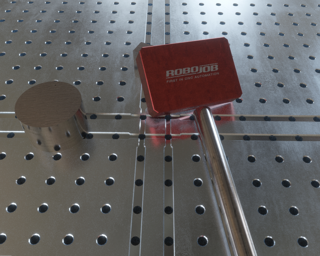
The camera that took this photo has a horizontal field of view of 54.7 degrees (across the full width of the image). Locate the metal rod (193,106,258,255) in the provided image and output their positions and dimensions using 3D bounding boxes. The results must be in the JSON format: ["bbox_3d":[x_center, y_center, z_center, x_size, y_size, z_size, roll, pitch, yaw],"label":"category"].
[{"bbox_3d":[0.077,0.092,0.330,0.025,0.025,0.300,-5,50,-5],"label":"metal rod"}]

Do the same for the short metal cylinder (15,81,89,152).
[{"bbox_3d":[-0.138,-0.015,0.403,0.081,0.050,0.080,0,50,0],"label":"short metal cylinder"}]

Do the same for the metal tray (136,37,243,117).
[{"bbox_3d":[0.041,-0.072,0.430,0.131,0.030,0.090,-12,84,-16],"label":"metal tray"}]

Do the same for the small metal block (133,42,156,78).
[{"bbox_3d":[-0.012,-0.097,0.473,0.050,0.050,0.025,20,53,16],"label":"small metal block"}]
